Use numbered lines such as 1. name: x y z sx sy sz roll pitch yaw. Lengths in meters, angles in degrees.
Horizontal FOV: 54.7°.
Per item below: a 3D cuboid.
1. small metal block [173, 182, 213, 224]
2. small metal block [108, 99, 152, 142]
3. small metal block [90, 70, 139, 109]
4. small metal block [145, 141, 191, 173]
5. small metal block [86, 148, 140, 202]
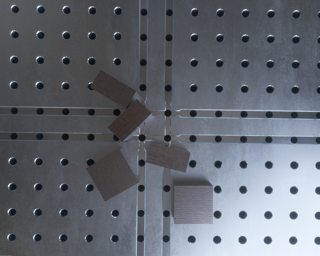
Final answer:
1. small metal block: 0.044 0.100 0.414 0.050 0.025 0.050 0 90 -1
2. small metal block: -0.037 -0.009 0.400 0.050 0.050 0.025 -45 91 0
3. small metal block: -0.057 -0.047 0.400 0.050 0.050 0.025 31 90 -1
4. small metal block: 0.010 0.036 0.401 0.050 0.050 0.025 15 90 -1
5. small metal block: -0.062 0.061 0.413 0.050 0.025 0.050 -29 90 -1
